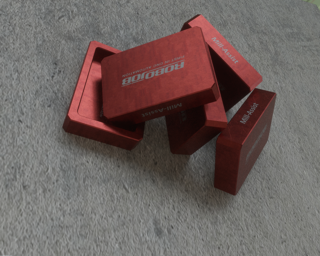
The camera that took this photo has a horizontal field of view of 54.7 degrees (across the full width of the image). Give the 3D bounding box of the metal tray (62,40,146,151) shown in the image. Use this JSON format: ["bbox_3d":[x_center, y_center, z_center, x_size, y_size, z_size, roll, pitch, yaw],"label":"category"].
[{"bbox_3d":[-0.062,-0.044,0.397,0.091,0.030,0.130,18,54,-18],"label":"metal tray"}]

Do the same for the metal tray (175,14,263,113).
[{"bbox_3d":[0.076,-0.091,0.459,0.030,0.090,0.130,-41,85,-25],"label":"metal tray"}]

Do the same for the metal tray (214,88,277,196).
[{"bbox_3d":[0.116,0.016,0.418,0.030,0.089,0.131,20,45,28],"label":"metal tray"}]

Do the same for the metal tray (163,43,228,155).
[{"bbox_3d":[0.038,-0.040,0.411,0.030,0.090,0.130,6,60,-26],"label":"metal tray"}]

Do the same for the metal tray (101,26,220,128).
[{"bbox_3d":[-0.004,-0.059,0.368,0.130,0.030,0.090,-15,62,13],"label":"metal tray"}]
